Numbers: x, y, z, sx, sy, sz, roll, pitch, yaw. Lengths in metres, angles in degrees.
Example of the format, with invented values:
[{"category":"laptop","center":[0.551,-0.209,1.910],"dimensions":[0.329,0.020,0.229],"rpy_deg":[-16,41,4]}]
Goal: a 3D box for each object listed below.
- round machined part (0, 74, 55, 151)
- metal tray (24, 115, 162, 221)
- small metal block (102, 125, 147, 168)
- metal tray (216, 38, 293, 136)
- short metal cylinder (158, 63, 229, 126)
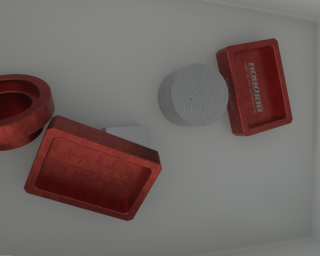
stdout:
[{"category":"round machined part","center":[-0.161,-0.014,0.323],"dimensions":[0.099,0.098,0.042],"rpy_deg":[-16,132,-20]},{"category":"metal tray","center":[-0.075,0.050,0.356],"dimensions":[0.131,0.030,0.089],"rpy_deg":[21,112,-17]},{"category":"small metal block","center":[-0.044,0.023,0.395],"dimensions":[0.050,0.025,0.050],"rpy_deg":[-4,92,-20]},{"category":"metal tray","center":[0.142,-0.061,0.461],"dimensions":[0.091,0.030,0.129],"rpy_deg":[-15,95,-20]},{"category":"short metal cylinder","center":[0.043,-0.042,0.414],"dimensions":[0.081,0.050,0.079],"rpy_deg":[0,90,-21]}]
